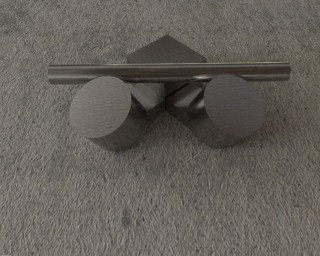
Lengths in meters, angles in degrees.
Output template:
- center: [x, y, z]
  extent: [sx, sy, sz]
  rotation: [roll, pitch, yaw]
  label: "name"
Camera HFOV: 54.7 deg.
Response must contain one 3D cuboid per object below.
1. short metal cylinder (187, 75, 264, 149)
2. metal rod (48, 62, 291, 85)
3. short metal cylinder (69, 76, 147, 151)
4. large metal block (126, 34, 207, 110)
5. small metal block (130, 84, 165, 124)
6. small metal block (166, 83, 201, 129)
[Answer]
- center: [0.081, -0.019, 0.387]
  extent: [0.081, 0.050, 0.080]
  rotation: [7, 68, -16]
  label: "short metal cylinder"
- center: [0.013, -0.070, 0.397]
  extent: [0.302, 0.025, 0.025]
  rotation: [-1, 50, -1]
  label: "metal rod"
- center: [-0.063, -0.017, 0.383]
  extent: [0.080, 0.050, 0.080]
  rotation: [-7, 66, 17]
  label: "short metal cylinder"
- center: [0.009, -0.084, 0.457]
  extent: [0.080, 0.050, 0.080]
  rotation: [-35, 58, -26]
  label: "large metal block"
- center: [-0.028, -0.032, 0.431]
  extent: [0.050, 0.025, 0.050]
  rotation: [-35, 59, -27]
  label: "small metal block"
- center: [0.044, -0.031, 0.430]
  extent: [0.050, 0.025, 0.050]
  rotation: [-36, 59, -26]
  label: "small metal block"
